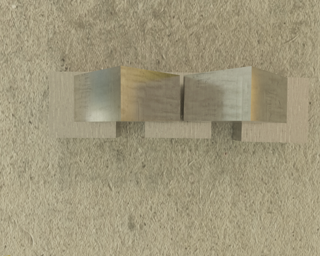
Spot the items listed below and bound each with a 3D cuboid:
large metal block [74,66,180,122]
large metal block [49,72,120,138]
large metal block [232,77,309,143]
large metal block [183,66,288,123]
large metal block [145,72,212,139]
[{"bbox_3d":[-0.035,-0.032,0.333,0.081,0.080,0.050,-1,91,-46],"label":"large metal block"},{"bbox_3d":[-0.093,-0.028,0.398,0.081,0.050,0.079,0,90,-1],"label":"large metal block"},{"bbox_3d":[0.140,-0.022,0.401,0.081,0.050,0.079,2,90,-1],"label":"large metal block"},{"bbox_3d":[0.082,-0.031,0.337,0.080,0.081,0.050,1,90,44],"label":"large metal block"},{"bbox_3d":[0.022,-0.028,0.399,0.081,0.050,0.079,1,90,-1],"label":"large metal block"}]
